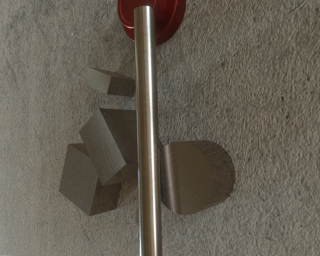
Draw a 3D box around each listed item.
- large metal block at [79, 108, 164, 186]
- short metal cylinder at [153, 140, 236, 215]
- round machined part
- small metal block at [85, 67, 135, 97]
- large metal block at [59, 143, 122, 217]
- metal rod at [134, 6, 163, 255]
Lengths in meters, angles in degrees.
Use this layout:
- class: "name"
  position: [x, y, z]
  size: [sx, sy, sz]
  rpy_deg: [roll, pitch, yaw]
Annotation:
- class: "large metal block"
  position: [-0.046, 0.022, 0.405]
  size: [0.050, 0.081, 0.080]
  rpy_deg: [-43, 64, 31]
- class: "short metal cylinder"
  position: [0.038, 0.054, 0.356]
  size: [0.080, 0.050, 0.079]
  rpy_deg: [0, 90, 39]
- class: "round machined part"
  position: [-0.018, -0.161, 0.406]
  size: [0.098, 0.042, 0.097]
  rpy_deg: [0, 90, 39]
- class: "small metal block"
  position: [-0.069, -0.065, 0.444]
  size: [0.050, 0.050, 0.025]
  rpy_deg: [26, 106, 36]
- class: "large metal block"
  position: [-0.103, 0.074, 0.471]
  size: [0.080, 0.050, 0.079]
  rpy_deg: [24, 105, 37]
- class: "metal rod"
  position: [-0.014, 0.010, 0.351]
  size: [0.025, 0.025, 0.298]
  rpy_deg: [-6, 83, 39]
